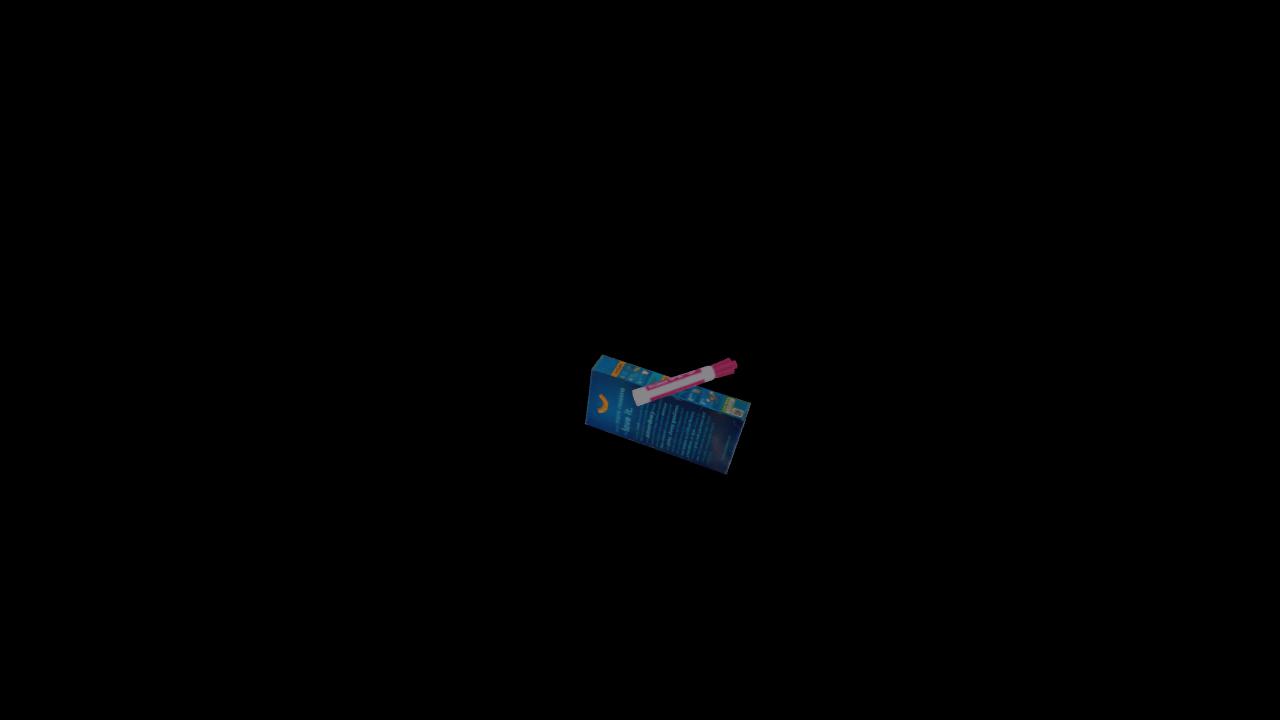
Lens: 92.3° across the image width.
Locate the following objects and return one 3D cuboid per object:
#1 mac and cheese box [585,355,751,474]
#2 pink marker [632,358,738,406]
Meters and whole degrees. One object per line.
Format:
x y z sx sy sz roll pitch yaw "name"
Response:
0.029 0.064 0.729 0.184 0.093 0.041 19 40 11 "mac and cheese box"
0.051 0.023 0.680 0.121 0.020 0.020 -18 2 -7 "pink marker"
